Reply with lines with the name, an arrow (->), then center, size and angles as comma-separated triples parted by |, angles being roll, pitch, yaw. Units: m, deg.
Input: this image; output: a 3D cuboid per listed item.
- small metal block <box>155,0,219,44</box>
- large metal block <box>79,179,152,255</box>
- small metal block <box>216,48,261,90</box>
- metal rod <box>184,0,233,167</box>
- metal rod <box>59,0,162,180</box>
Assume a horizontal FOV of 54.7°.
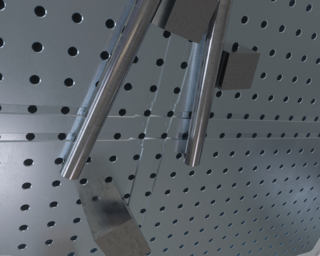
small metal block -> 0.029, -0.129, 0.347 | 0.050, 0.025, 0.050 | 11, 113, -33
large metal block -> -0.061, 0.131, 0.423 | 0.050, 0.080, 0.080 | -29, 128, -10
small metal block -> 0.101, -0.080, 0.417 | 0.050, 0.025, 0.050 | -6, 121, -25
metal rod -> 0.064, -0.079, 0.396 | 0.025, 0.025, 0.298 | -8, 122, -25
metal rod -> -0.045, -0.070, 0.342 | 0.025, 0.025, 0.298 | 16, 110, -35
